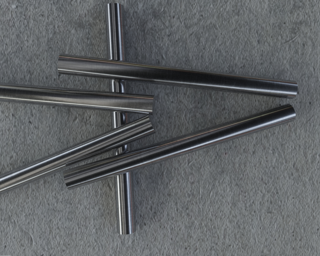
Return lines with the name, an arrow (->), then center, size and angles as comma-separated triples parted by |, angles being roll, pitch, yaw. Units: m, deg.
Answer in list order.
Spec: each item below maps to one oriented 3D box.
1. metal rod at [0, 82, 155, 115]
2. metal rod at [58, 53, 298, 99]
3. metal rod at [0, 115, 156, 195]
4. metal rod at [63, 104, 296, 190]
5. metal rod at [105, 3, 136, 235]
metal rod -> -0.157, -0.042, 0.395 | 0.302, 0.025, 0.025 | 5, 90, 5
metal rod -> 0.028, -0.065, 0.395 | 0.302, 0.025, 0.025 | 5, 90, -7
metal rod -> -0.149, 0.050, 0.395 | 0.301, 0.025, 0.025 | -22, 90, 5
metal rod -> 0.030, 0.022, 0.396 | 0.302, 0.025, 0.025 | -16, 90, -7
metal rod -> -0.052, -0.012, 0.410 | 0.025, 0.025, 0.298 | -3, 90, -1
